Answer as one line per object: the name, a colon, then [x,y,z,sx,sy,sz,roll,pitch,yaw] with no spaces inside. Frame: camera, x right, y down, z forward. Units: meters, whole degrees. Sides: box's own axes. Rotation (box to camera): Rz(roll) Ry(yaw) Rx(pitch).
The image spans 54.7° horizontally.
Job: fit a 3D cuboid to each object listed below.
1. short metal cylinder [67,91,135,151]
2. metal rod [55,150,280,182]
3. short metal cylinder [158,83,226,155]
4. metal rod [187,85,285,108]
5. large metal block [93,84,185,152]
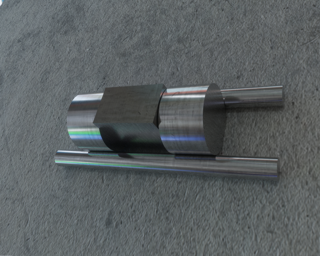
short metal cylinder: [-0.077,-0.009,0.416,0.050,0.080,0.080,-1,61,28]
metal rod: [-0.012,0.043,0.386,0.300,0.025,0.025,0,62,28]
short metal cylinder: [0.039,-0.010,0.355,0.050,0.080,0.080,-1,61,28]
metal rod: [0.008,-0.036,0.424,0.300,0.025,0.025,0,62,28]
large metal block: [-0.020,-0.009,0.383,0.080,0.080,0.050,0,62,28]
